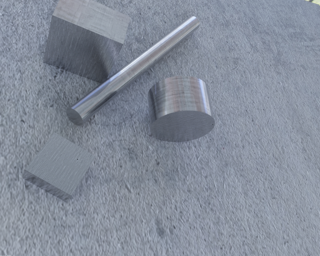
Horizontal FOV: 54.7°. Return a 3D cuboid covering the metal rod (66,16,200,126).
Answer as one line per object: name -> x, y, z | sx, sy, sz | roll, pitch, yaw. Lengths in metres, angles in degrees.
metal rod -> -0.020, -0.099, 0.453 | 0.025, 0.025, 0.301 | 42, 51, 0

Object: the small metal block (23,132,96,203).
small metal block -> -0.104, 0.041, 0.323 | 0.050, 0.025, 0.050 | 32, 52, -8

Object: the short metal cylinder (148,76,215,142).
short metal cylinder -> 0.026, -0.022, 0.396 | 0.081, 0.080, 0.050 | 9, 58, -24

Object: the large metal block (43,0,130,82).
large metal block -> -0.092, -0.110, 0.386 | 0.081, 0.080, 0.050 | 19, 55, -17
